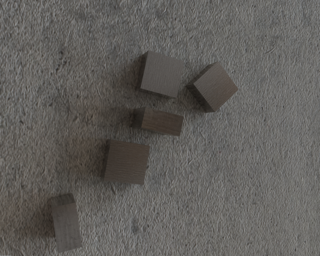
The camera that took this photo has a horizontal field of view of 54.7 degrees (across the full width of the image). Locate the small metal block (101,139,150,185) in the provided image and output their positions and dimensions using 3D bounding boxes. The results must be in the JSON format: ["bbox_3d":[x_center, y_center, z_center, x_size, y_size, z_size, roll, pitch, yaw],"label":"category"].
[{"bbox_3d":[-0.044,0.043,0.393,0.050,0.025,0.050,11,87,-20],"label":"small metal block"}]

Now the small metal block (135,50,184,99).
[{"bbox_3d":[0.000,-0.069,0.409,0.050,0.025,0.050,13,86,-20],"label":"small metal block"}]

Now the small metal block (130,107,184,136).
[{"bbox_3d":[-0.005,-0.008,0.394,0.050,0.050,0.025,13,86,-20],"label":"small metal block"}]

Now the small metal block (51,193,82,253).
[{"bbox_3d":[-0.108,0.107,0.356,0.025,0.050,0.050,-8,93,-20],"label":"small metal block"}]

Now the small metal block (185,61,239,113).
[{"bbox_3d":[0.073,-0.057,0.436,0.050,0.025,0.050,-43,104,-15],"label":"small metal block"}]
